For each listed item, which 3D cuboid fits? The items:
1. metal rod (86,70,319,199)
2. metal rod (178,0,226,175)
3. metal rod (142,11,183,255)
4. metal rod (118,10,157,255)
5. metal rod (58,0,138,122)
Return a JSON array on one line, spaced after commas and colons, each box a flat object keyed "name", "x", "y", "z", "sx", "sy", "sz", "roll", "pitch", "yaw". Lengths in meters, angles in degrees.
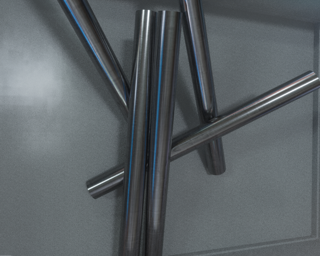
[{"name": "metal rod", "x": 0.050, "y": 0.009, "z": 0.377, "sx": 0.301, "sy": 0.025, "sz": 0.025, "roll": -27, "pitch": 100, "yaw": 2}, {"name": "metal rod", "x": 0.050, "y": -0.063, "z": 0.366, "sx": 0.025, "sy": 0.025, "sz": 0.298, "roll": -27, "pitch": 124, "yaw": -18}, {"name": "metal rod", "x": 0.000, "y": 0.027, "z": 0.350, "sx": 0.025, "sy": 0.025, "sz": 0.298, "roll": -1, "pitch": 105, "yaw": -20}, {"name": "metal rod", "x": -0.026, "y": 0.023, "z": 0.351, "sx": 0.025, "sy": 0.025, "sz": 0.298, "roll": 3, "pitch": 96, "yaw": -20}, {"name": "metal rod", "x": -0.067, "y": -0.088, "z": 0.320, "sx": 0.025, "sy": 0.025, "sz": 0.299, "roll": -38, "pitch": 128, "yaw": -16}]
